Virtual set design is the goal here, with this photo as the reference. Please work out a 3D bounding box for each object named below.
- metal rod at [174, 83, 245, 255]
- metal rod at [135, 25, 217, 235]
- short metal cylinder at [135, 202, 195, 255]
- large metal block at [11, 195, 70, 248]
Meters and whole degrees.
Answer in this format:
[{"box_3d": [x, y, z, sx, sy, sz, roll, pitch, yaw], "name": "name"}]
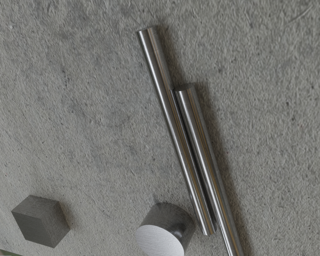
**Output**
[{"box_3d": [0.075, 0.082, 0.417, 0.025, 0.025, 0.298, -6, 116, 30], "name": "metal rod"}, {"box_3d": [0.028, 0.020, 0.402, 0.025, 0.025, 0.298, -5, 116, 30], "name": "metal rod"}, {"box_3d": [0.009, 0.165, 0.486, 0.080, 0.050, 0.079, 13, 124, 20], "name": "short metal cylinder"}, {"box_3d": [-0.242, 0.190, 0.632, 0.080, 0.050, 0.079, 4, 120, 26], "name": "large metal block"}]
